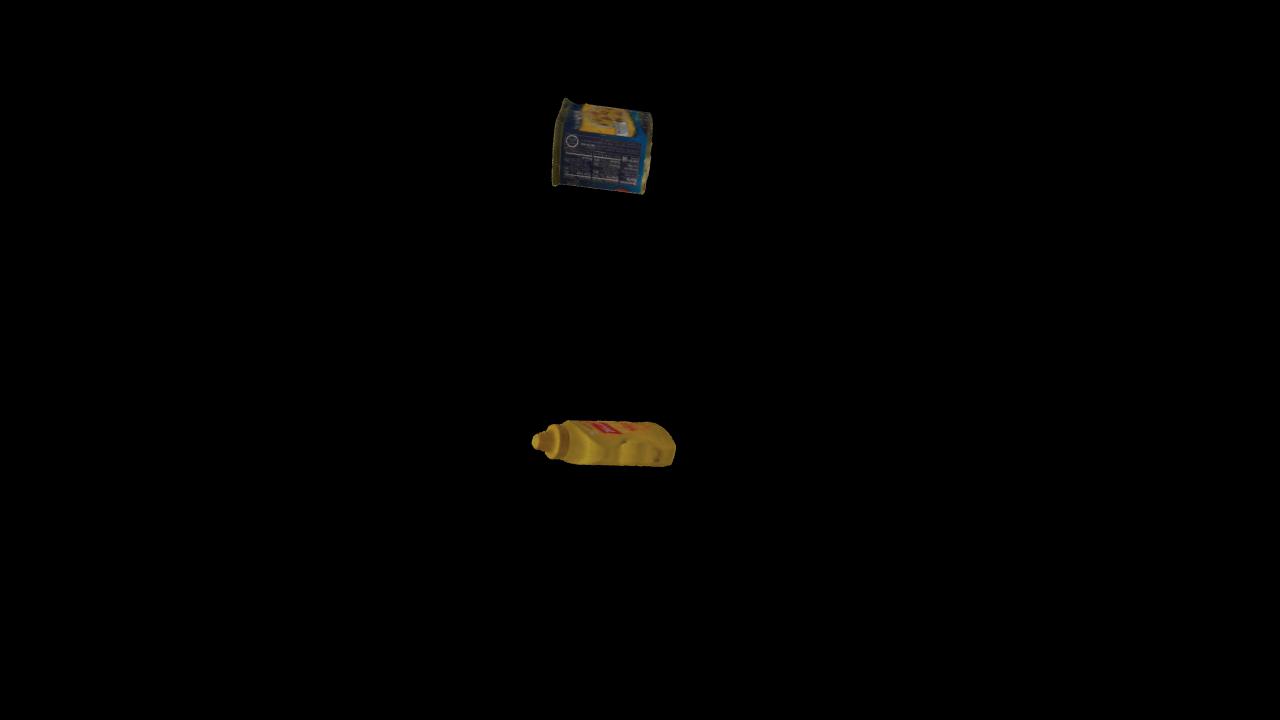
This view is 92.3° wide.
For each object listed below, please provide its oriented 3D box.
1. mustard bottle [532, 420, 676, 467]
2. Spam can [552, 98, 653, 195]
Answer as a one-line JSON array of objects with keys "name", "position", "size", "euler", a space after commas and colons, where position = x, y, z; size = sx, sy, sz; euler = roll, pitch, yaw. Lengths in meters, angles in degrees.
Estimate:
[{"name": "mustard bottle", "position": [-0.051, 0.105, 0.779], "size": [0.184, 0.054, 0.092], "euler": [7, 17, -35]}, {"name": "Spam can", "position": [-0.033, -0.197, 0.568], "size": [0.085, 0.058, 0.101], "euler": [6, 39, -4]}]
